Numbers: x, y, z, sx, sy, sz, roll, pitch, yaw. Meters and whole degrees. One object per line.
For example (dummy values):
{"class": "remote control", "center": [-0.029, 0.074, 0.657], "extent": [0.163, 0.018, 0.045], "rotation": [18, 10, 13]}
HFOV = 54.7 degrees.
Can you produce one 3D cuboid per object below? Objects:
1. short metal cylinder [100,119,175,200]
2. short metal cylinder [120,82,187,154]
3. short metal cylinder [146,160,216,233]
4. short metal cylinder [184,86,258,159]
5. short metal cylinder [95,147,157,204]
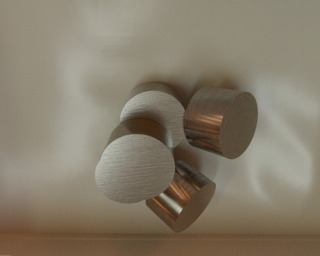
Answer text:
{"class": "short metal cylinder", "center": [-0.024, 0.035, 0.354], "extent": [0.081, 0.050, 0.079], "rotation": [0, 110, -1]}
{"class": "short metal cylinder", "center": [-0.007, -0.014, 0.391], "extent": [0.081, 0.050, 0.079], "rotation": [0, 110, -1]}
{"class": "short metal cylinder", "center": [0.028, 0.089, 0.406], "extent": [0.050, 0.081, 0.079], "rotation": [36, 111, 30]}
{"class": "short metal cylinder", "center": [0.074, -0.008, 0.372], "extent": [0.081, 0.050, 0.079], "rotation": [-18, 115, -42]}
{"class": "short metal cylinder", "center": [-0.042, 0.054, 0.416], "extent": [0.081, 0.050, 0.079], "rotation": [0, 110, -1]}
